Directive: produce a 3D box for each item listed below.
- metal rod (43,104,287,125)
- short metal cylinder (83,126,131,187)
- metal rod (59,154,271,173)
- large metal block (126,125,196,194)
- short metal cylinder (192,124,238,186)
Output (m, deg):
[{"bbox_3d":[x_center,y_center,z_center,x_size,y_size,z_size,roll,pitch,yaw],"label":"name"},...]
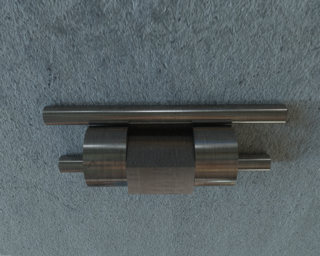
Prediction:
[{"bbox_3d":[0.007,-0.017,0.394,0.302,0.025,0.025,0,130,0],"label":"metal rod"},{"bbox_3d":[-0.065,0.036,0.402,0.050,0.080,0.079,-1,130,0],"label":"short metal cylinder"},{"bbox_3d":[0.007,0.051,0.453,0.302,0.025,0.025,0,130,0],"label":"metal rod"},{"bbox_3d":[0.001,0.038,0.402,0.081,0.080,0.050,0,130,0],"label":"large metal block"},{"bbox_3d":[0.067,0.035,0.402,0.050,0.080,0.079,-1,130,0],"label":"short metal cylinder"}]
